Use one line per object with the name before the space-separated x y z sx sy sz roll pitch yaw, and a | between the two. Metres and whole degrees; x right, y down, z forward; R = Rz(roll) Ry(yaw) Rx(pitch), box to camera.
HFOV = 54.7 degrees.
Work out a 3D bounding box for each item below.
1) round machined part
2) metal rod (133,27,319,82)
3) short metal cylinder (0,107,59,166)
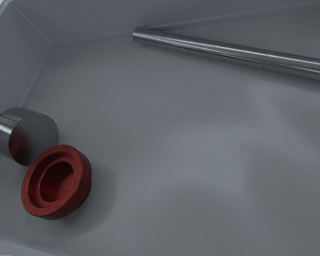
round machined part | -0.133 0.075 0.416 0.098 0.042 0.098 -13 56 20
metal rod | 0.076 -0.109 0.431 0.300 0.025 0.025 22 74 35
short metal cylinder | -0.202 0.012 0.467 0.050 0.080 0.080 15 70 34
